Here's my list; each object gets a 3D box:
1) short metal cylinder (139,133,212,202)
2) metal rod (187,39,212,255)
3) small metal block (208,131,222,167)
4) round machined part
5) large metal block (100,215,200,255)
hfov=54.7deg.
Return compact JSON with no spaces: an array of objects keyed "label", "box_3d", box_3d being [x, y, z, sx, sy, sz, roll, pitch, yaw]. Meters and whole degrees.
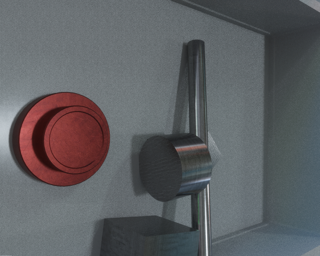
[{"label":"short metal cylinder","box_3d":[0.018,0.047,0.388,0.050,0.080,0.079,-4,93,-40]},{"label":"metal rod","box_3d":[0.053,0.022,0.422,0.025,0.025,0.299,10,74,-40]},{"label":"small metal block","box_3d":[0.060,0.039,0.459,0.050,0.025,0.050,-47,118,-30]},{"label":"round machined part","box_3d":[-0.093,0.011,0.319,0.099,0.042,0.097,0,90,-40]},{"label":"large metal block","box_3d":[-0.013,0.138,0.362,0.081,0.080,0.050,10,84,-40]}]
